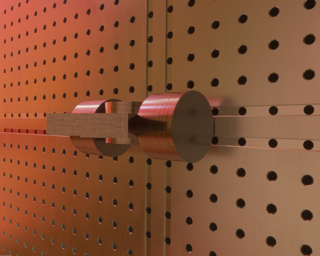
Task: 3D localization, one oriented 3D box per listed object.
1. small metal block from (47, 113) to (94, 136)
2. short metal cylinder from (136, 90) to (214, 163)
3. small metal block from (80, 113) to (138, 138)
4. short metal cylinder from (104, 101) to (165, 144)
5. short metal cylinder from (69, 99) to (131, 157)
[{"bbox_3d":[-0.098,-0.004,0.368,0.050,0.050,0.025,1,91,8],"label":"small metal block"},{"bbox_3d":[0.019,-0.002,0.357,0.050,0.081,0.079,1,91,41],"label":"short metal cylinder"},{"bbox_3d":[-0.052,-0.003,0.336,0.050,0.050,0.025,1,91,9],"label":"small metal block"},{"bbox_3d":[-0.030,-0.007,0.398,0.080,0.081,0.050,2,91,40],"label":"short metal cylinder"},{"bbox_3d":[-0.081,-0.001,0.440,0.050,0.081,0.079,2,91,40],"label":"short metal cylinder"}]
